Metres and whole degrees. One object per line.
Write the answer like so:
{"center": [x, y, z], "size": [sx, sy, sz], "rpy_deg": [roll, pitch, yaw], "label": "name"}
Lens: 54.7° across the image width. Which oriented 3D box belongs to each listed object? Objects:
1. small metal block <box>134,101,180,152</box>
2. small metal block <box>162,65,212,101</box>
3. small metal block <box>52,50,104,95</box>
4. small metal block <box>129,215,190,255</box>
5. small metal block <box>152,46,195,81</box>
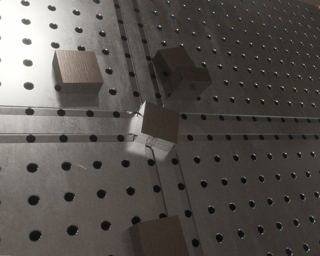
{"center": [-0.003, -0.002, 0.409], "size": [0.050, 0.025, 0.050], "rpy_deg": [18, 54, -18], "label": "small metal block"}
{"center": [0.039, -0.064, 0.455], "size": [0.050, 0.050, 0.025], "rpy_deg": [-1, 63, -29], "label": "small metal block"}
{"center": [-0.105, -0.071, 0.396], "size": [0.050, 0.025, 0.050], "rpy_deg": [-6, 65, -31], "label": "small metal block"}
{"center": [-0.001, 0.125, 0.333], "size": [0.050, 0.025, 0.050], "rpy_deg": [-2, 63, -29], "label": "small metal block"}
{"center": [0.024, -0.097, 0.482], "size": [0.050, 0.025, 0.050], "rpy_deg": [-18, 71, -35], "label": "small metal block"}
